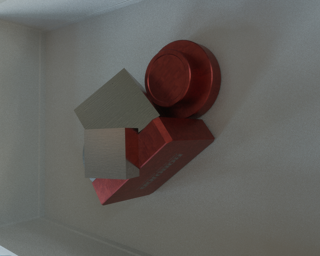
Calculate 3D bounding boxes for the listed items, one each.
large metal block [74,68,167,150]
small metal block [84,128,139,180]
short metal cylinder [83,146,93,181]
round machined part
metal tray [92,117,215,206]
[{"bbox_3d":[-0.044,-0.011,0.376,0.080,0.050,0.080,-39,64,6],"label":"large metal block"},{"bbox_3d":[-0.050,0.026,0.320,0.050,0.025,0.050,-2,88,26],"label":"small metal block"},{"bbox_3d":[-0.064,0.039,0.439,0.080,0.050,0.079,0,90,39],"label":"short metal cylinder"},{"bbox_3d":[0.020,-0.058,0.375,0.098,0.042,0.097,0,90,39],"label":"round machined part"},{"bbox_3d":[-0.008,0.040,0.367,0.129,0.091,0.030,-45,63,30],"label":"metal tray"}]
